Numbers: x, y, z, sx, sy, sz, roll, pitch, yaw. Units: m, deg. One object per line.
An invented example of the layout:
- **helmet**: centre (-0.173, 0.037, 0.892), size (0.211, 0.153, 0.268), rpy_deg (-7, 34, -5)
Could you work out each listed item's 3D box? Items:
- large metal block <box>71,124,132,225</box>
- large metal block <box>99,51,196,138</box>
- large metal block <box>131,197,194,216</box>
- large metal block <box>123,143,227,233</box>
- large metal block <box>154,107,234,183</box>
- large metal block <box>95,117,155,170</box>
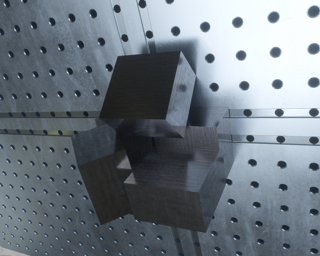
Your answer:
- **large metal block**: centre (-0.064, 0.050, 0.366), size (0.050, 0.080, 0.080), rpy_deg (-20, 117, -13)
- **large metal block**: centre (-0.012, -0.036, 0.350), size (0.080, 0.080, 0.050), rpy_deg (2, 158, 27)
- **large metal block**: centre (0.017, 0.100, 0.422), size (0.080, 0.050, 0.080), rpy_deg (2, 164, 27)
- **large metal block**: centre (0.020, 0.059, 0.337), size (0.080, 0.080, 0.050), rpy_deg (2, 119, 27)
- **large metal block**: centre (0.043, 0.020, 0.385), size (0.080, 0.050, 0.080), rpy_deg (3, 120, 27)
- **large metal block**: centre (-0.033, 0.016, 0.423), size (0.080, 0.050, 0.080), rpy_deg (7, 122, 25)
